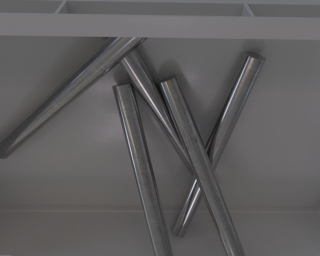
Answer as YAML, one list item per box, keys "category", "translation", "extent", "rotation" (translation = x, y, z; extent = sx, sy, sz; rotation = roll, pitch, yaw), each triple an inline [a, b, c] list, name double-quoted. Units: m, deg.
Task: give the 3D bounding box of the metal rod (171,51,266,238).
- category: "metal rod"
  translation: [0.067, 0.042, 0.418]
  extent: [0.025, 0.025, 0.298]
  rotation: [11, 121, -10]

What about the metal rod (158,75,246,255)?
- category: "metal rod"
  translation: [0.064, 0.075, 0.405]
  extent: [0.025, 0.025, 0.299]
  rotation: [-18, 107, 14]

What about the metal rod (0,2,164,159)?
- category: "metal rod"
  translation: [-0.113, -0.035, 0.356]
  extent: [0.299, 0.025, 0.025]
  rotation: [-32, 124, 31]

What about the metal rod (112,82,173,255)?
- category: "metal rod"
  translation: [-0.014, 0.089, 0.405]
  extent: [0.025, 0.025, 0.298]
  rotation: [-10, 105, 8]

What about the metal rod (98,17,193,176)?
- category: "metal rod"
  translation: [0.013, -0.004, 0.405]
  extent: [0.025, 0.025, 0.299]
  rotation: [-21, 128, 16]
